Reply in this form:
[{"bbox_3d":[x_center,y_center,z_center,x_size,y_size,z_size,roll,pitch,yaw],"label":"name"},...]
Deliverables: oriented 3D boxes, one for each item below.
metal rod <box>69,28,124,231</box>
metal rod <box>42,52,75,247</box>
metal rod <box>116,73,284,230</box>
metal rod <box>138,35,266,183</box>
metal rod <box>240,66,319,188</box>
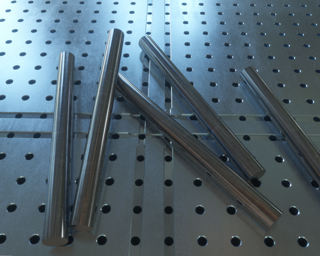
[{"bbox_3d":[-0.075,-0.021,0.402,0.025,0.025,0.300,2,57,1],"label":"metal rod"},{"bbox_3d":[-0.127,0.000,0.405,0.025,0.025,0.300,-6,50,-6],"label":"metal rod"},{"bbox_3d":[0.025,0.011,0.398,0.025,0.025,0.300,-33,58,-25],"label":"metal rod"},{"bbox_3d":[0.044,-0.045,0.446,0.025,0.025,0.300,-22,54,-18],"label":"metal rod"},{"bbox_3d":[0.180,0.024,0.389,0.025,0.025,0.299,-13,51,-11],"label":"metal rod"}]
